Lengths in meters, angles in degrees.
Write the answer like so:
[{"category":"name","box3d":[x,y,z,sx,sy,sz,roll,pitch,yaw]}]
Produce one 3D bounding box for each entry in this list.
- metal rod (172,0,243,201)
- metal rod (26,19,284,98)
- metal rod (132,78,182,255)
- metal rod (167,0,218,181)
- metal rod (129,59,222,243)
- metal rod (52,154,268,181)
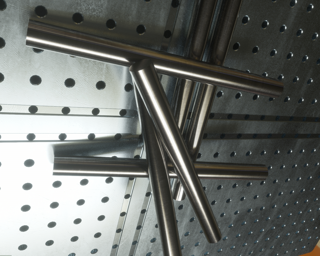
[{"category":"metal rod","box3d":[0.057,-0.024,0.426,0.025,0.025,0.298,-2,120,-27]},{"category":"metal rod","box3d":[0.015,-0.070,0.347,0.302,0.025,0.025,8,115,-23]},{"category":"metal rod","box3d":[0.001,0.073,0.391,0.025,0.025,0.298,-14,104,-21]},{"category":"metal rod","box3d":[0.030,-0.042,0.400,0.025,0.025,0.298,-2,119,-28]},{"category":"metal rod","box3d":[0.031,0.051,0.392,0.025,0.025,0.299,-30,124,-9]},{"category":"metal rod","box3d":[0.015,0.056,0.420,0.302,0.025,0.025,5,117,-20]}]
